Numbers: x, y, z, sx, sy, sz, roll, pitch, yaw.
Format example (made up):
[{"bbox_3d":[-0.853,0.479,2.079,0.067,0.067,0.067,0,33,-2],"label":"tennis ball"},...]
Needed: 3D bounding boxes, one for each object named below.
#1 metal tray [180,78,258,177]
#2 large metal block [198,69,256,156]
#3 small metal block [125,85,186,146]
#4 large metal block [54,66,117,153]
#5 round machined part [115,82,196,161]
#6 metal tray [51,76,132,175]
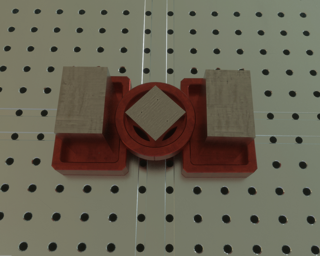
[{"bbox_3d":[0.073,-0.002,0.409,0.091,0.030,0.130,0,70,0],"label":"metal tray"},{"bbox_3d":[0.076,-0.015,0.374,0.050,0.080,0.080,1,70,1],"label":"large metal block"},{"bbox_3d":[-0.005,-0.014,0.374,0.050,0.025,0.050,43,75,14],"label":"small metal block"},{"bbox_3d":[-0.085,-0.019,0.375,0.050,0.080,0.080,1,70,0],"label":"large metal block"},{"bbox_3d":[-0.006,-0.006,0.395,0.099,0.042,0.098,0,70,0],"label":"round machined part"},{"bbox_3d":[-0.086,-0.005,0.409,0.091,0.030,0.130,1,70,0],"label":"metal tray"}]
